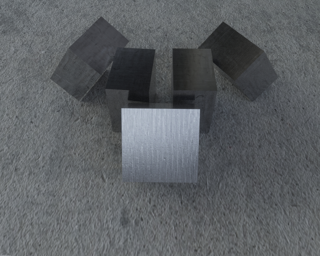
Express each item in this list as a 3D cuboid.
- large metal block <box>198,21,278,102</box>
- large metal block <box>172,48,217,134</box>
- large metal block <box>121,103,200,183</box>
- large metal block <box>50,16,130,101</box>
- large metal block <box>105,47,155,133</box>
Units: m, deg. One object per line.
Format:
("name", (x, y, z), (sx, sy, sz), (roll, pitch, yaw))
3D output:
("large metal block", (0.111, -0.092, 0.440), (0.050, 0.080, 0.080), (-46, 56, 11))
("large metal block", (0.041, -0.048, 0.410), (0.050, 0.080, 0.080), (1, 50, 0))
("large metal block", (0.001, 0.014, 0.349), (0.081, 0.079, 0.050), (1, 11, 0))
("large metal block", (-0.099, -0.096, 0.437), (0.050, 0.080, 0.080), (40, 52, -15))
("large metal block", (-0.034, -0.048, 0.409), (0.050, 0.080, 0.080), (4, 50, 3))
